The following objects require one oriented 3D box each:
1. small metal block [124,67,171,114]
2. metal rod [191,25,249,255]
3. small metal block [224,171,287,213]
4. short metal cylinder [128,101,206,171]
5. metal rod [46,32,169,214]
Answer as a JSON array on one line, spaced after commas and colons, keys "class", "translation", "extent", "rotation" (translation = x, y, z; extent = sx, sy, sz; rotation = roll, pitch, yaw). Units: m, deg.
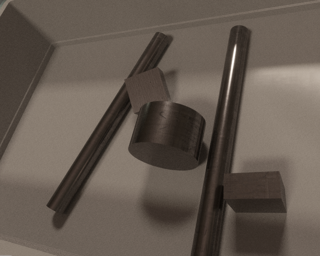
[{"class": "small metal block", "translation": [-0.016, -0.050, 0.429], "extent": [0.050, 0.025, 0.050], "rotation": [-18, 81, 13]}, {"class": "metal rod", "translation": [0.076, -0.001, 0.365], "extent": [0.025, 0.025, 0.300], "rotation": [0, 62, 28]}, {"class": "small metal block", "translation": [0.093, 0.064, 0.301], "extent": [0.050, 0.050, 0.025], "rotation": [-7, 59, 24]}, {"class": "short metal cylinder", "translation": [0.009, 0.011, 0.358], "extent": [0.080, 0.080, 0.050], "rotation": [0, 62, 28]}, {"class": "metal rod", "translation": [-0.068, -0.017, 0.450], "extent": [0.025, 0.025, 0.300], "rotation": [19, 71, 35]}]
